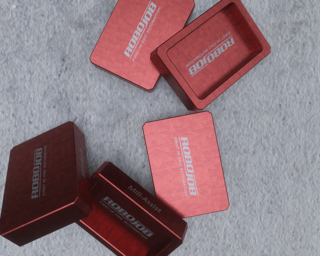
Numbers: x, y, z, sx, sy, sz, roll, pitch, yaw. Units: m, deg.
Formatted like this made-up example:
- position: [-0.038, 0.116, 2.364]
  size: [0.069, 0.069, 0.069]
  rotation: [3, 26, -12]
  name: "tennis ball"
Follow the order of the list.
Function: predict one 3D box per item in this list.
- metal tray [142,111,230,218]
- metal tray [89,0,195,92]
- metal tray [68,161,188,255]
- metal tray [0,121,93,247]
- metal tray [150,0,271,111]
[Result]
- position: [0.033, 0.049, 0.408]
  size: [0.091, 0.030, 0.129]
  rotation: [-11, 90, -1]
  name: "metal tray"
- position: [-0.022, -0.123, 0.407]
  size: [0.090, 0.030, 0.129]
  rotation: [26, 90, -1]
  name: "metal tray"
- position: [-0.043, 0.114, 0.386]
  size: [0.130, 0.030, 0.090]
  rotation: [39, 119, 0]
  name: "metal tray"
- position: [-0.131, 0.058, 0.360]
  size: [0.090, 0.130, 0.030]
  rotation: [-25, 133, 3]
  name: "metal tray"
- position: [0.065, -0.094, 0.387]
  size: [0.130, 0.030, 0.090]
  rotation: [-40, 101, -13]
  name: "metal tray"
